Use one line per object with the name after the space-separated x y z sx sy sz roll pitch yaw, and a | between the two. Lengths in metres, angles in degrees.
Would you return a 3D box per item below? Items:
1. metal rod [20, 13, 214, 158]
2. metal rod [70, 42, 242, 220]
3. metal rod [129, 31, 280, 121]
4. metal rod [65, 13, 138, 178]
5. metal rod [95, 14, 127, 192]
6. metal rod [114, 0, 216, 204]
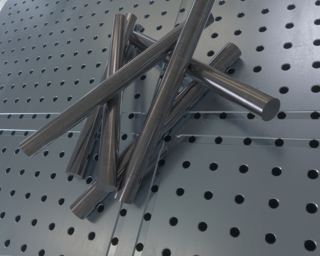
-0.055 -0.062 0.411 0.301 0.025 0.025 -37 51 -2 | metal rod
-0.003 0.001 0.409 0.300 0.025 0.025 -46 51 -4 | metal rod
0.034 -0.085 0.414 0.025 0.025 0.300 -45 42 -3 | metal rod
-0.086 -0.066 0.495 0.025 0.025 0.300 0 61 28 | metal rod
-0.066 -0.056 0.444 0.025 0.025 0.300 -14 56 20 | metal rod
0.011 -0.050 0.382 0.025 0.025 0.299 22 89 36 | metal rod
